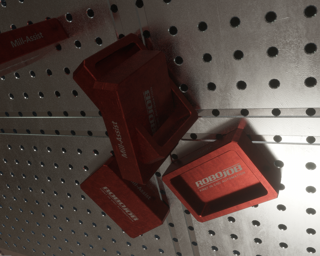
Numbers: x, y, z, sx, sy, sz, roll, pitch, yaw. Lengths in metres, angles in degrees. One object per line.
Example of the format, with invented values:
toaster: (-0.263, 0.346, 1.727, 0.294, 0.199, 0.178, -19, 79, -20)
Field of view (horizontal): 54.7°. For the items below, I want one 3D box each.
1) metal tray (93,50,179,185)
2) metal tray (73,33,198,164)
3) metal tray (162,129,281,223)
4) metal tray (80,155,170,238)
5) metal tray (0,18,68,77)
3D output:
metal tray: (-0.019, -0.012, 0.354, 0.030, 0.090, 0.129, 11, 129, 30)
metal tray: (-0.023, -0.035, 0.355, 0.130, 0.090, 0.030, 51, 138, -8)
metal tray: (0.077, 0.068, 0.408, 0.130, 0.030, 0.090, -33, 100, 38)
metal tray: (-0.059, 0.115, 0.509, 0.130, 0.030, 0.090, 46, 129, -5)
metal tray: (-0.189, -0.091, 0.384, 0.090, 0.131, 0.030, -19, 109, 35)
